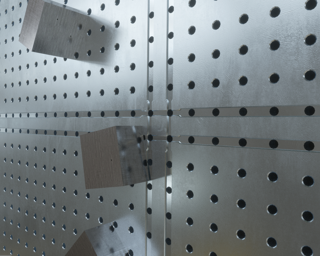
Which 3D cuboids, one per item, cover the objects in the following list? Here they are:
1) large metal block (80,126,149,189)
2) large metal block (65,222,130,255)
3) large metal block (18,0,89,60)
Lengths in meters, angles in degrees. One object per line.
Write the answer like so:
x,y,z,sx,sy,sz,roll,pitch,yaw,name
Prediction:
-0.067,0.043,0.450,0.080,0.050,0.080,-13,82,39,large metal block
-0.094,0.206,0.472,0.080,0.050,0.080,52,121,27,large metal block
-0.179,-0.168,0.523,0.050,0.081,0.080,37,113,34,large metal block
